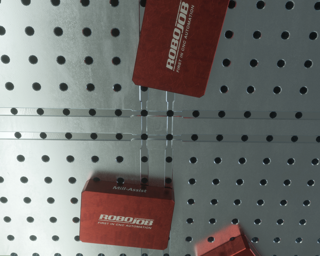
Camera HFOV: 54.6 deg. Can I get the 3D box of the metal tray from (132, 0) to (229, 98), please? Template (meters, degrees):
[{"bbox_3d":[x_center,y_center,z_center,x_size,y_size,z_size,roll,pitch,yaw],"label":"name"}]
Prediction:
[{"bbox_3d":[0.023,-0.109,0.371,0.090,0.030,0.129,11,110,-4],"label":"metal tray"}]

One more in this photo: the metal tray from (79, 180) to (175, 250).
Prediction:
[{"bbox_3d":[-0.049,0.129,0.458,0.131,0.030,0.089,7,110,-3],"label":"metal tray"}]

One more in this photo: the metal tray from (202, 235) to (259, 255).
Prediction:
[{"bbox_3d":[0.132,0.245,0.501,0.090,0.030,0.130,-33,107,11],"label":"metal tray"}]
